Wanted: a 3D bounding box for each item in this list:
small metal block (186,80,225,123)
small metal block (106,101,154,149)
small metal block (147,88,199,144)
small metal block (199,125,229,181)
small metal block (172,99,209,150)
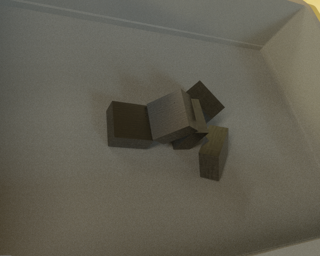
[{"bbox_3d":[0.060,-0.035,0.440,0.025,0.050,0.050,-41,85,-7],"label":"small metal block"},{"bbox_3d":[-0.038,-0.003,0.385,0.050,0.025,0.050,6,59,-25],"label":"small metal block"},{"bbox_3d":[0.015,-0.013,0.382,0.025,0.050,0.050,26,48,-54],"label":"small metal block"},{"bbox_3d":[0.071,0.033,0.404,0.025,0.050,0.050,11,48,20],"label":"small metal block"},{"bbox_3d":[0.034,-0.004,0.411,0.025,0.050,0.050,1,61,-28],"label":"small metal block"}]
